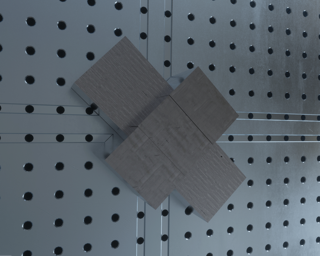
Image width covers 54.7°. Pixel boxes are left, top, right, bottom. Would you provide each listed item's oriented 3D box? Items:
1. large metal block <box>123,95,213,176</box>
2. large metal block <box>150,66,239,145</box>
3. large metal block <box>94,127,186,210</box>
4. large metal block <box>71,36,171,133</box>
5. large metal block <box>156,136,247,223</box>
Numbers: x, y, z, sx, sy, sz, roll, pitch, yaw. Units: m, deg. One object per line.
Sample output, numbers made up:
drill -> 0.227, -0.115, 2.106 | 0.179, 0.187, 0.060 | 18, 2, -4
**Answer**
large metal block -> 0.005, 0.009, 0.387 | 0.050, 0.080, 0.080 | -46, 105, -14
large metal block -> 0.040, -0.026, 0.400 | 0.050, 0.080, 0.080 | -46, 105, -14
large metal block -> -0.028, 0.044, 0.374 | 0.050, 0.080, 0.080 | -46, 105, -14
large metal block -> -0.048, -0.050, 0.379 | 0.080, 0.050, 0.080 | -47, 105, -13
large metal block -> 0.054, 0.065, 0.421 | 0.080, 0.050, 0.080 | -45, 105, -14
